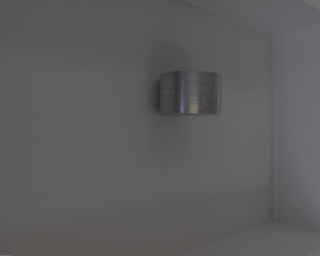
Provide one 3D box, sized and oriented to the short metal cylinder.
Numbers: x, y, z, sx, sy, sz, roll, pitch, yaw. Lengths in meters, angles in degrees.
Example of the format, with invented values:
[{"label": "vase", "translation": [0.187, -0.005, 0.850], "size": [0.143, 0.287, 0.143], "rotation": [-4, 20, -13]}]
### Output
[{"label": "short metal cylinder", "translation": [0.039, -0.042, 0.402], "size": [0.081, 0.080, 0.050], "rotation": [1, 90, -40]}]
